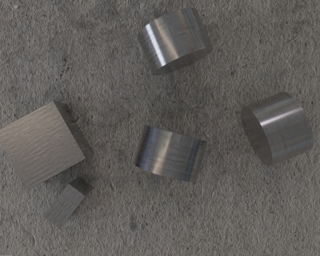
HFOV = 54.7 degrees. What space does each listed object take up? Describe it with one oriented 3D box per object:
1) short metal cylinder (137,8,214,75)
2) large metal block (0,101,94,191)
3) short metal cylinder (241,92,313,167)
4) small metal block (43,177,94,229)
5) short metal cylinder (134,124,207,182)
[{"bbox_3d":[0.019,-0.104,0.382,0.080,0.080,0.050,-22,90,0],"label":"short metal cylinder"},{"bbox_3d":[-0.144,0.021,0.396,0.080,0.050,0.080,-29,90,0],"label":"large metal block"},{"bbox_3d":[0.142,0.001,0.384,0.050,0.080,0.080,-22,90,0],"label":"short metal cylinder"},{"bbox_3d":[-0.115,0.094,0.396,0.025,0.050,0.050,38,90,0],"label":"small metal block"},{"bbox_3d":[0.013,0.030,0.383,0.080,0.080,0.050,15,90,0],"label":"short metal cylinder"}]
